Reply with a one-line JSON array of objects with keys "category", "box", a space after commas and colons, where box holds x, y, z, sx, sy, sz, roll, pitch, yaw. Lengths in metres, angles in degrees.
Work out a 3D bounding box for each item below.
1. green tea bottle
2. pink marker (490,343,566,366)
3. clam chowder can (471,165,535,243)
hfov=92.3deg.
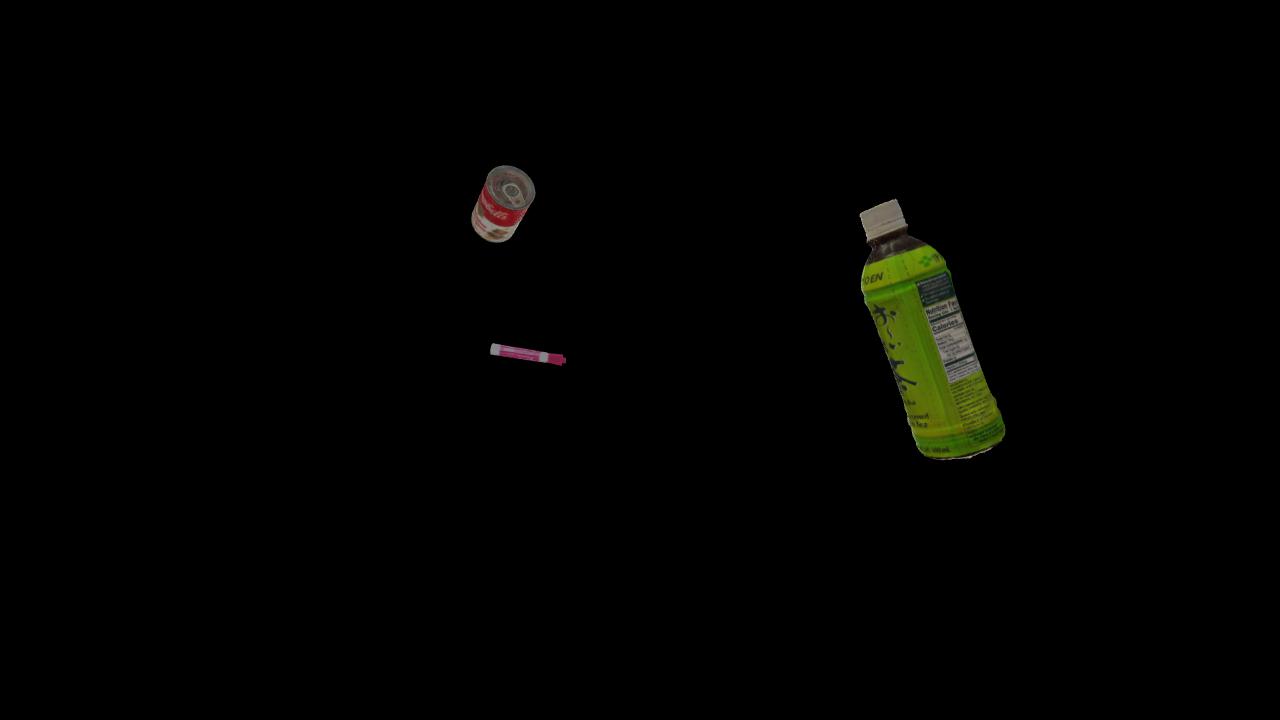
[{"category": "green tea bottle", "box": [0.231, -0.027, 0.505, 0.073, 0.212, 0.073, -19, 4, 1]}, {"category": "pink marker", "box": [-0.179, -0.008, 0.992, 0.121, 0.020, 0.020, 9, 0, -3]}, {"category": "clam chowder can", "box": [-0.196, -0.218, 0.872, 0.068, 0.068, 0.102, 0, -17, -27]}]
